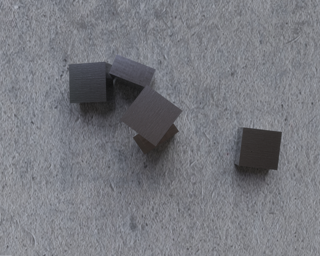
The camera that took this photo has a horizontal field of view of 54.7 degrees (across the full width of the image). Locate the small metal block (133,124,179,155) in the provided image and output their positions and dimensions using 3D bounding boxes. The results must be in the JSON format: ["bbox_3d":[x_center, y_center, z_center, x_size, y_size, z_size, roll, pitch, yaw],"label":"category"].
[{"bbox_3d":[-0.005,0.008,0.397,0.050,0.050,0.025,-34,91,0],"label":"small metal block"}]

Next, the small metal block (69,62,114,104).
[{"bbox_3d":[-0.089,-0.057,0.404,0.050,0.025,0.050,-1,90,13],"label":"small metal block"}]

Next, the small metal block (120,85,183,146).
[{"bbox_3d":[-0.009,-0.014,0.360,0.050,0.025,0.050,37,89,3],"label":"small metal block"}]

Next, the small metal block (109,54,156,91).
[{"bbox_3d":[-0.034,-0.067,0.396,0.050,0.050,0.025,21,87,0],"label":"small metal block"}]

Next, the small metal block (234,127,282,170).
[{"bbox_3d":[0.129,0.027,0.411,0.050,0.025,0.050,7,90,0],"label":"small metal block"}]
